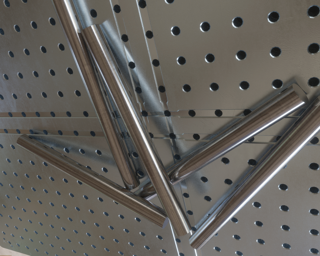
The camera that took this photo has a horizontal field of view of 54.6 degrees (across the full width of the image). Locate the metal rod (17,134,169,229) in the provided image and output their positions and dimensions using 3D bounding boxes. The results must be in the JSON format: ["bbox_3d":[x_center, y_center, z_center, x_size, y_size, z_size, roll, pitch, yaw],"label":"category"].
[{"bbox_3d":[-0.118,0.078,0.502,0.300,0.025,0.025,24,127,21],"label":"metal rod"}]

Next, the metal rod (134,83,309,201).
[{"bbox_3d":[0.053,0.040,0.407,0.025,0.025,0.299,46,129,-4],"label":"metal rod"}]

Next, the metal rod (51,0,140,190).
[{"bbox_3d":[-0.084,-0.041,0.430,0.025,0.025,0.299,-3,117,30],"label":"metal rod"}]

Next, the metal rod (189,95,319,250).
[{"bbox_3d":[0.113,0.079,0.400,0.025,0.025,0.298,33,129,6],"label":"metal rod"}]

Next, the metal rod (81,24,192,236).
[{"bbox_3d":[-0.026,0.011,0.410,0.025,0.025,0.299,-16,103,34],"label":"metal rod"}]
